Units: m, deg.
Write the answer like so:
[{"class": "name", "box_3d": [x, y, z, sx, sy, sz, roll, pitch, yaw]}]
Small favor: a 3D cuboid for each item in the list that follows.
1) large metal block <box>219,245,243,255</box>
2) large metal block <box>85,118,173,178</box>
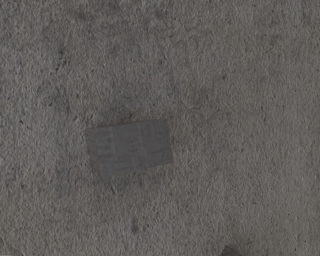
[{"class": "large metal block", "box_3d": [0.106, 0.220, 0.419, 0.050, 0.080, 0.080, 42, 77, -15]}, {"class": "large metal block", "box_3d": [-0.040, 0.020, 0.365, 0.081, 0.080, 0.050, -9, 93, -20]}]
